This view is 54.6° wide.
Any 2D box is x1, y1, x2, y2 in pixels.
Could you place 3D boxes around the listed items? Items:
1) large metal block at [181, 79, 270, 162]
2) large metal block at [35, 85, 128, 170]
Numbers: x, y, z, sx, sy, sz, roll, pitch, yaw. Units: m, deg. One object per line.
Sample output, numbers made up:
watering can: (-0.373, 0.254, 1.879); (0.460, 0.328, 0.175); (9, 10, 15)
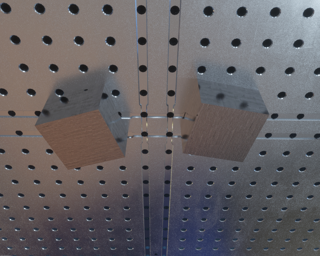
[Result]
large metal block: (0.076, -0.008, 0.389); (0.080, 0.050, 0.079); (9, 130, -8)
large metal block: (-0.095, 0.001, 0.395); (0.080, 0.050, 0.080); (-14, 129, 11)
